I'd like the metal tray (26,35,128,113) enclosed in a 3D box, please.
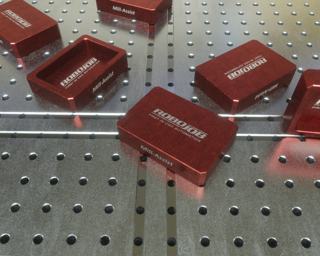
[{"bbox_3d":[-0.123,-0.088,0.477,0.090,0.030,0.130,26,55,20],"label":"metal tray"}]

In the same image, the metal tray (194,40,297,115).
[{"bbox_3d":[0.129,-0.081,0.474,0.131,0.030,0.090,-29,56,-22],"label":"metal tray"}]

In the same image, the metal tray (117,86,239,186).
[{"bbox_3d":[0.022,0.005,0.401,0.130,0.030,0.090,28,55,22],"label":"metal tray"}]

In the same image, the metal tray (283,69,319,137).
[{"bbox_3d":[0.234,-0.025,0.387,0.131,0.090,0.030,5,50,4],"label":"metal tray"}]

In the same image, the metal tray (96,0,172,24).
[{"bbox_3d":[-0.051,-0.257,0.620,0.130,0.030,0.090,19,53,15],"label":"metal tray"}]

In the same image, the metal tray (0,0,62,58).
[{"bbox_3d":[-0.254,-0.183,0.557,0.130,0.030,0.090,35,58,26],"label":"metal tray"}]
